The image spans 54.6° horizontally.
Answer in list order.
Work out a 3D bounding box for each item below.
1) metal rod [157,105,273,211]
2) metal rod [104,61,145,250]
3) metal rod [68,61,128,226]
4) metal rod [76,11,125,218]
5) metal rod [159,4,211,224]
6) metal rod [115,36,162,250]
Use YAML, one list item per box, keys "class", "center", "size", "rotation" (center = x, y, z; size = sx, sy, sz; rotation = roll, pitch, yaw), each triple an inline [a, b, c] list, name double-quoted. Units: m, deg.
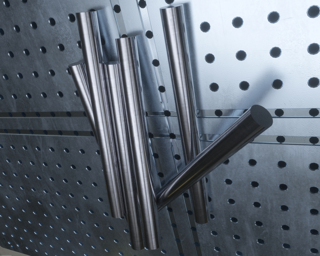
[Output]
- class: "metal rod"
  center: [0.034, 0.065, 0.399]
  size: [0.025, 0.025, 0.298]
  rotation: [40, 140, 1]
- class: "metal rod"
  center: [-0.047, 0.054, 0.450]
  size: [0.025, 0.025, 0.298]
  rotation: [6, 115, 25]
- class: "metal rod"
  center: [-0.076, 0.044, 0.479]
  size: [0.025, 0.025, 0.299]
  rotation: [-1, 118, 28]
- class: "metal rod"
  center: [-0.077, -0.003, 0.431]
  size: [0.025, 0.025, 0.298]
  rotation: [6, 115, 25]
- class: "metal rod"
  center: [0.037, 0.003, 0.393]
  size: [0.025, 0.025, 0.298]
  rotation: [4, 120, 26]
- class: "metal rod"
  center: [-0.025, 0.033, 0.415]
  size: [0.025, 0.025, 0.298]
  rotation: [3, 111, 26]
